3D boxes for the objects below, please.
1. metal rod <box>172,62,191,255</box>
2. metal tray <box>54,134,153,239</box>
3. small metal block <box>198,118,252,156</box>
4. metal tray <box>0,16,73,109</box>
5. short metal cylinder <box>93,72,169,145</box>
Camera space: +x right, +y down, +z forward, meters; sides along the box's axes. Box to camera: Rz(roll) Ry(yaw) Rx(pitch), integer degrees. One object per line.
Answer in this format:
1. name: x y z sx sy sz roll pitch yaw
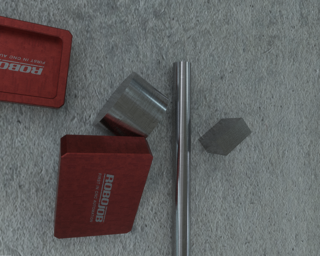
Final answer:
1. metal rod: 0.029 0.061 0.421 0.025 0.025 0.298 0 90 -20
2. metal tray: -0.067 0.068 0.345 0.091 0.030 0.129 3 125 -21
3. small metal block: 0.089 0.011 0.430 0.050 0.050 0.025 -39 103 -16
4. metal tray: -0.170 -0.074 0.343 0.131 0.030 0.089 7 88 -20
5. short metal cylinder: -0.035 -0.020 0.368 0.050 0.080 0.080 38 78 -17
